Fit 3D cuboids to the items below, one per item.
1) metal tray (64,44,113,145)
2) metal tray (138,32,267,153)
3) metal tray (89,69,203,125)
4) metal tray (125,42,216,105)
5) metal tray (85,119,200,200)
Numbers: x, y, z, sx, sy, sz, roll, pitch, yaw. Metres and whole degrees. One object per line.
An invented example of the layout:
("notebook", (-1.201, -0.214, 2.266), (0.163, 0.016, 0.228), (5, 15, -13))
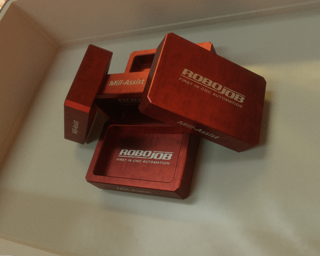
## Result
("metal tray", (-0.100, -0.040, 0.422), (0.030, 0.129, 0.090), (19, 65, -9))
("metal tray", (0.051, -0.037, 0.341), (0.030, 0.131, 0.090), (-40, 31, 61))
("metal tray", (-0.020, -0.032, 0.392), (0.130, 0.090, 0.030), (1, 62, 28))
("metal tray", (0.010, -0.071, 0.439), (0.130, 0.030, 0.090), (0, 62, 27))
("metal tray", (-0.022, 0.035, 0.388), (0.130, 0.030, 0.090), (1, 62, 28))
